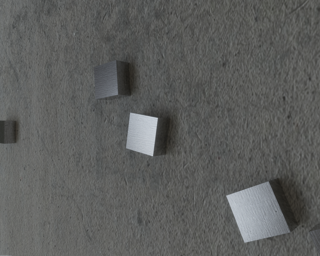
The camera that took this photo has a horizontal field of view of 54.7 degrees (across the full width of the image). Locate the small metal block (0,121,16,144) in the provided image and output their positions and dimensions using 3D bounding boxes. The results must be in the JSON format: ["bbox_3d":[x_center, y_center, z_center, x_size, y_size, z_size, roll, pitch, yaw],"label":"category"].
[{"bbox_3d":[-0.346,0.008,0.691,0.050,0.025,0.050,2,91,40],"label":"small metal block"}]

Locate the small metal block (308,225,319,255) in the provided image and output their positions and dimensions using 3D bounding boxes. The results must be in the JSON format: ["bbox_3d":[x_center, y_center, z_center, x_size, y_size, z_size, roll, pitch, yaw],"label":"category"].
[{"bbox_3d":[0.167,0.105,0.267,0.050,0.025,0.050,-33,70,35],"label":"small metal block"}]

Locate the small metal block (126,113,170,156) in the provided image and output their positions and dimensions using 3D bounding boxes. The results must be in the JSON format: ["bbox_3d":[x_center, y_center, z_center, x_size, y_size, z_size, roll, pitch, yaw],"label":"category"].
[{"bbox_3d":[-0.017,0.008,0.419,0.050,0.025,0.050,12,98,39],"label":"small metal block"}]

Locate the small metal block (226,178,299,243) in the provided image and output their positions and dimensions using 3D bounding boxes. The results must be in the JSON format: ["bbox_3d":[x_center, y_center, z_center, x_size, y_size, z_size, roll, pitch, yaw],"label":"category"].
[{"bbox_3d":[0.104,0.085,0.319,0.050,0.025,0.050,-30,71,36],"label":"small metal block"}]

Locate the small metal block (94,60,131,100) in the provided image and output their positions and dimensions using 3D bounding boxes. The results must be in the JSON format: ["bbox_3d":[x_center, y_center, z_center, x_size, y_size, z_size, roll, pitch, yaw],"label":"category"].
[{"bbox_3d":[-0.072,-0.070,0.464,0.050,0.025,0.050,-6,86,40],"label":"small metal block"}]
